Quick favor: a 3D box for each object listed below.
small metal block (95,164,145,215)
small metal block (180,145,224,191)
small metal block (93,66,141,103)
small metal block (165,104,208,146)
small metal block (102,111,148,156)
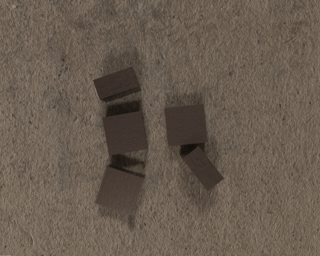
[{"bbox_3d":[-0.052,0.080,0.409,0.050,0.025,0.050,18,90,-1],"label":"small metal block"},{"bbox_3d":[0.052,0.049,0.398,0.025,0.050,0.050,-38,90,0],"label":"small metal block"},{"bbox_3d":[-0.053,-0.054,0.397,0.050,0.050,0.025,-19,90,0],"label":"small metal block"},{"bbox_3d":[0.034,-0.004,0.410,0.050,0.025,0.050,-6,90,-1],"label":"small metal block"},{"bbox_3d":[-0.045,0.007,0.409,0.050,0.025,0.050,-10,90,-1],"label":"small metal block"}]
